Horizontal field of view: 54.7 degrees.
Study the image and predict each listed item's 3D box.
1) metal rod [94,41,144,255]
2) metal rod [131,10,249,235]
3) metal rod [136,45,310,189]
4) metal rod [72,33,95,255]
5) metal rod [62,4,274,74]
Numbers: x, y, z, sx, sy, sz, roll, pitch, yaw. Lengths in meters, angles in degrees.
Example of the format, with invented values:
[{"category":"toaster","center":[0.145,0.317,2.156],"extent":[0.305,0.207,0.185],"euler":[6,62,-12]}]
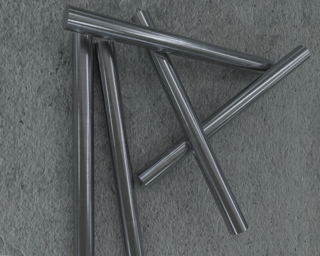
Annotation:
[{"category":"metal rod","center":[-0.049,0.043,0.390],"extent":[0.025,0.025,0.298],"euler":[-9,93,-20]},{"category":"metal rod","center":[0.036,-0.009,0.392],"extent":[0.025,0.025,0.299],"euler":[-24,87,-19]},{"category":"metal rod","center":[0.094,-0.021,0.429],"extent":[0.301,0.025,0.025],"euler":[-38,102,-11]},{"category":"metal rod","center":[-0.092,0.037,0.374],"extent":[0.025,0.025,0.298],"euler":[0,90,-20]},{"category":"metal rod","center":[0.034,-0.102,0.391],"extent":[0.302,0.025,0.025],"euler":[5,89,-31]}]
